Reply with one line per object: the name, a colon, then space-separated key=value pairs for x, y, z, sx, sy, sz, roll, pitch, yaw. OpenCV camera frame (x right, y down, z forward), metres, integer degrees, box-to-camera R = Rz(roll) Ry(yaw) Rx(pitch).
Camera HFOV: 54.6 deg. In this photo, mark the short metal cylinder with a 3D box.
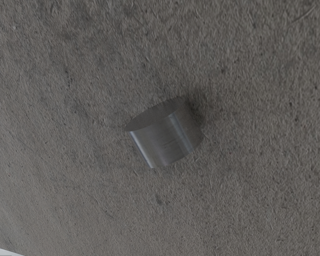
short metal cylinder: x=0.005 y=0.004 z=0.371 sx=0.080 sy=0.080 sz=0.050 roll=-16 pitch=110 yaw=35
